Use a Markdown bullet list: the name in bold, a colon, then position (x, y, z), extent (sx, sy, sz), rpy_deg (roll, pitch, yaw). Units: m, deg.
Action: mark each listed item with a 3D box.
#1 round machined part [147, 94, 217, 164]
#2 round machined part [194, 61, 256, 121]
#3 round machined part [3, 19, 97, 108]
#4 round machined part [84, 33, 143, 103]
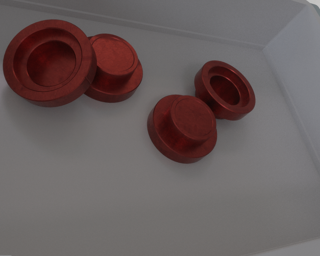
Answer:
- **round machined part**: position (0.036, -0.005, 0.417), extent (0.099, 0.042, 0.098), rpy_deg (13, 56, -21)
- **round machined part**: position (0.094, -0.052, 0.474), extent (0.099, 0.042, 0.098), rpy_deg (17, 52, -22)
- **round machined part**: position (-0.120, -0.069, 0.354), extent (0.099, 0.042, 0.098), rpy_deg (-1, 75, 3)
- **round machined part**: position (-0.068, -0.085, 0.410), extent (0.099, 0.042, 0.098), rpy_deg (14, 56, -21)
